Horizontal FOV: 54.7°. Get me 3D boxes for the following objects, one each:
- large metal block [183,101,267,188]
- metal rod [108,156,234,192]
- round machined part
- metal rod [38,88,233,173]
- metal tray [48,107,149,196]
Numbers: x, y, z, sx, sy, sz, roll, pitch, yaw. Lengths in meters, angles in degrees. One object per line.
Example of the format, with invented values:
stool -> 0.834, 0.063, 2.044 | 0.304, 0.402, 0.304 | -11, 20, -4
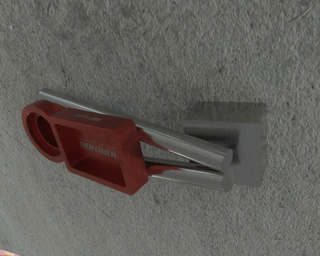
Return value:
large metal block -> 0.078, 0.017, 0.358 | 0.080, 0.050, 0.079 | 4, 120, 26
metal rod -> -0.043, 0.047, 0.417 | 0.300, 0.025, 0.025 | 3, 121, 41
round machined part -> -0.161, 0.001, 0.473 | 0.098, 0.042, 0.097 | 21, 129, 28
metal rod -> -0.053, -0.008, 0.388 | 0.300, 0.025, 0.025 | 19, 127, 32
metal tray -> -0.080, 0.026, 0.395 | 0.130, 0.030, 0.089 | 11, 124, 37
